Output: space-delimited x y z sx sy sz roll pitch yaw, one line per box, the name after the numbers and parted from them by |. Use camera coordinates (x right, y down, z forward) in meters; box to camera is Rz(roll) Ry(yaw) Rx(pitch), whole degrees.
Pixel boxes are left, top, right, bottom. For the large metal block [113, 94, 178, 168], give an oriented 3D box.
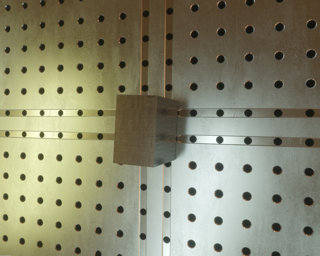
-0.015 0.002 0.387 0.050 0.080 0.079 4 91 20 | large metal block
